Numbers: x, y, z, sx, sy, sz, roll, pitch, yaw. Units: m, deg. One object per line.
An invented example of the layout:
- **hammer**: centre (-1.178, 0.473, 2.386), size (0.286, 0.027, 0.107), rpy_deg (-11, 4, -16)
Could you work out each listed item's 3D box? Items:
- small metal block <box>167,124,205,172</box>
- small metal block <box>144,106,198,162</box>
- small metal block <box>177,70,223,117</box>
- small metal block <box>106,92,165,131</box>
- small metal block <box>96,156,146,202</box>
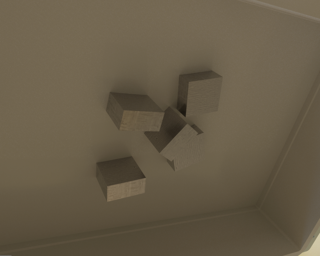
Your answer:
- **small metal block**: centre (0.036, 0.029, 0.448), size (0.050, 0.025, 0.050), rpy_deg (-20, 126, -17)
- **small metal block**: centre (0.013, 0.007, 0.406), size (0.050, 0.050, 0.025), rpy_deg (-47, 130, 4)
- **small metal block**: centre (0.052, -0.046, 0.411), size (0.050, 0.025, 0.050), rpy_deg (-12, 124, -23)
- **small metal block**: centre (-0.030, -0.019, 0.365), size (0.050, 0.050, 0.025), rpy_deg (1, 118, -30)
- **small metal block**: centre (-0.052, 0.065, 0.406), size (0.050, 0.050, 0.025), rpy_deg (-8, 122, -25)
